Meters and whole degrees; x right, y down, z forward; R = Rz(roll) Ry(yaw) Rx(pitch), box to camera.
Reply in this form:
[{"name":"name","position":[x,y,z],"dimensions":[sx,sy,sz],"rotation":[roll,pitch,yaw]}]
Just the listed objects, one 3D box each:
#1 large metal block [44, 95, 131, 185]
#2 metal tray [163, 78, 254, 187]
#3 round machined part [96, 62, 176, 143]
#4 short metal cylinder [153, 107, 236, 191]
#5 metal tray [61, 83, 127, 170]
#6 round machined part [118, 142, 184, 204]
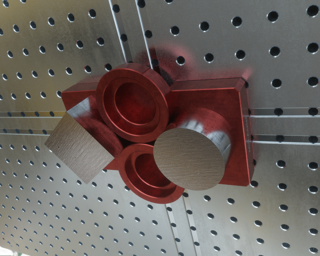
[{"name":"large metal block","position":[-0.096,0.017,0.417],"dimensions":[0.080,0.050,0.080],"rotation":[45,129,-3]},{"name":"metal tray","position":[0.061,0.007,0.378],"dimensions":[0.090,0.030,0.129],"rotation":[1,119,28]},{"name":"round machined part","position":[-0.026,-0.034,0.381],"dimensions":[0.098,0.042,0.097],"rotation":[13,124,21]},{"name":"short metal cylinder","position":[0.040,0.023,0.348],"dimensions":[0.080,0.050,0.079],"rotation":[13,124,21]},{"name":"metal tray","position":[-0.080,0.000,0.450],"dimensions":[0.090,0.030,0.129],"rotation":[0,119,27]},{"name":"round machined part","position":[-0.005,0.052,0.423],"dimensions":[0.098,0.042,0.097],"rotation":[13,124,21]}]
